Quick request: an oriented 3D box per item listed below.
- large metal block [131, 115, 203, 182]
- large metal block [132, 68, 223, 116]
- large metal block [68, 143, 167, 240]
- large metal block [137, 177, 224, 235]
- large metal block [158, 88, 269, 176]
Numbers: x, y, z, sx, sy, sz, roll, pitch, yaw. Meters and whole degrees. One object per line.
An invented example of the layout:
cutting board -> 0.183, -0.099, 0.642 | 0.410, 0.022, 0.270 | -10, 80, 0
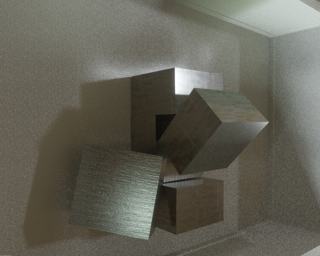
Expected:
large metal block -> 0.010, 0.024, 0.401 | 0.081, 0.050, 0.079 | -1, 91, -40
large metal block -> 0.021, -0.041, 0.387 | 0.081, 0.080, 0.050 | -2, 91, -40
large metal block -> -0.041, 0.064, 0.326 | 0.050, 0.080, 0.080 | 56, 44, -79
large metal block -> 0.022, 0.090, 0.389 | 0.081, 0.080, 0.050 | 0, 90, -40
large metal block -> 0.058, 0.004, 0.347 | 0.081, 0.079, 0.050 | -1, 46, -40
